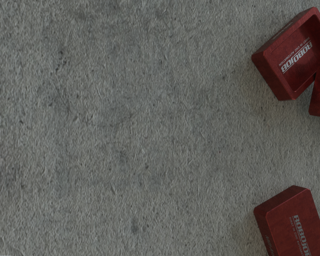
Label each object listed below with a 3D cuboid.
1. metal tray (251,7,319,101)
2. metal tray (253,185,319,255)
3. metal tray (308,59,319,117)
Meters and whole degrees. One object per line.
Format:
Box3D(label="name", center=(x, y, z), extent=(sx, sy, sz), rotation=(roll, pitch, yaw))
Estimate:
Box3D(label="metal tray", center=(0.215, -0.115, 0.485), extent=(0.130, 0.030, 0.090), rotation=(-42, 103, -15))
Box3D(label="metal tray", center=(0.208, 0.167, 0.483), extent=(0.091, 0.030, 0.129), rotation=(-23, 98, -19))
Box3D(label="metal tray", center=(0.300, -0.059, 0.497), extent=(0.131, 0.030, 0.089), rotation=(3, 99, -30))
